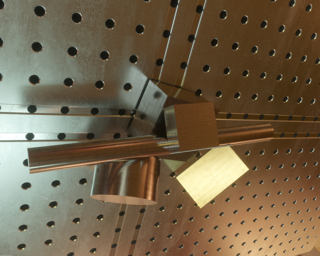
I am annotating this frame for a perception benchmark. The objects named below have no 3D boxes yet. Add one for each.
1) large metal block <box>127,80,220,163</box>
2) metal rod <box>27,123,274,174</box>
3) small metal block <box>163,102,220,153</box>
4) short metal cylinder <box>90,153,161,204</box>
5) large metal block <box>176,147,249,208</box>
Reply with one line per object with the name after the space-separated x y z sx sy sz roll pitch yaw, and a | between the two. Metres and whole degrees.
0.016 -0.007 0.395 0.081 0.050 0.079 11 113 -33 | large metal block
0.011 0.018 0.359 0.303 0.025 0.025 -6 121 -26 | metal rod
0.035 -0.001 0.345 0.050 0.025 0.050 -6 86 -25 | small metal block
-0.041 0.064 0.380 0.080 0.080 0.050 21 64 -36 | short metal cylinder
0.070 0.064 0.440 0.080 0.050 0.080 -38 173 -2 | large metal block
